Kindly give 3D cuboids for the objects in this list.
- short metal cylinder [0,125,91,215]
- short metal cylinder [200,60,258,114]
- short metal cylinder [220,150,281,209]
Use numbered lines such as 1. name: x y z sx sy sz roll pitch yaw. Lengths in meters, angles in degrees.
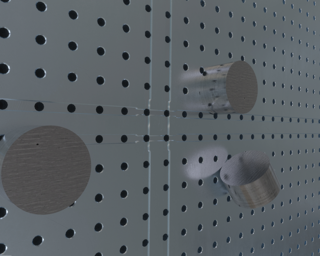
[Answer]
1. short metal cylinder: -0.115 0.037 0.297 0.081 0.050 0.079 0 90 -40
2. short metal cylinder: 0.108 -0.061 0.483 0.081 0.050 0.079 0 90 -40
3. short metal cylinder: 0.143 0.081 0.494 0.080 0.080 0.050 -46 118 -30
